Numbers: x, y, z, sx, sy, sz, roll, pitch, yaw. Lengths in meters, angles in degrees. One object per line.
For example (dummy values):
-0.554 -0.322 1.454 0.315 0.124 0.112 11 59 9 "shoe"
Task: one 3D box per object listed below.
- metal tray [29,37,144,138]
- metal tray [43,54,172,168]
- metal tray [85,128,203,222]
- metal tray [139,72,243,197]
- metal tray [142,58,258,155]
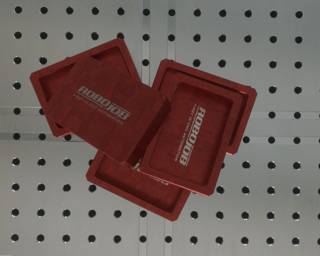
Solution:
-0.091 -0.052 0.410 0.130 0.030 0.090 -22 90 0 "metal tray"
-0.064 -0.023 0.370 0.130 0.030 0.090 29 82 22 "metal tray"
-0.019 0.054 0.411 0.130 0.030 0.090 26 90 0 "metal tray"
0.038 0.008 0.380 0.090 0.030 0.130 20 78 0 "metal tray"
0.050 -0.027 0.410 0.131 0.030 0.090 19 90 1 "metal tray"
